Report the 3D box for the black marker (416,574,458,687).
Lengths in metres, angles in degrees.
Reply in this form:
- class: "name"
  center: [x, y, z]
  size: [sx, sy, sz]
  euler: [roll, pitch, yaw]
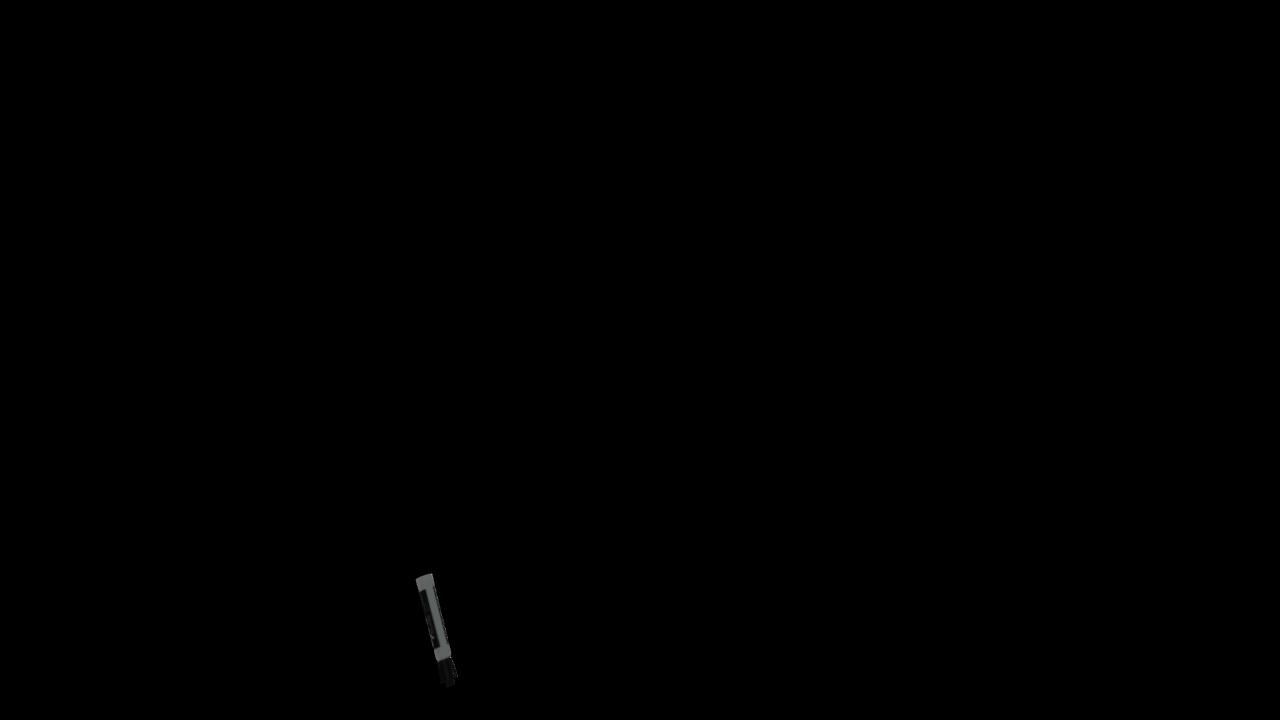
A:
- class: "black marker"
  center: [-0.227, 0.302, 0.689]
  size: [0.020, 0.121, 0.020]
  euler: [-20, -20, -7]
